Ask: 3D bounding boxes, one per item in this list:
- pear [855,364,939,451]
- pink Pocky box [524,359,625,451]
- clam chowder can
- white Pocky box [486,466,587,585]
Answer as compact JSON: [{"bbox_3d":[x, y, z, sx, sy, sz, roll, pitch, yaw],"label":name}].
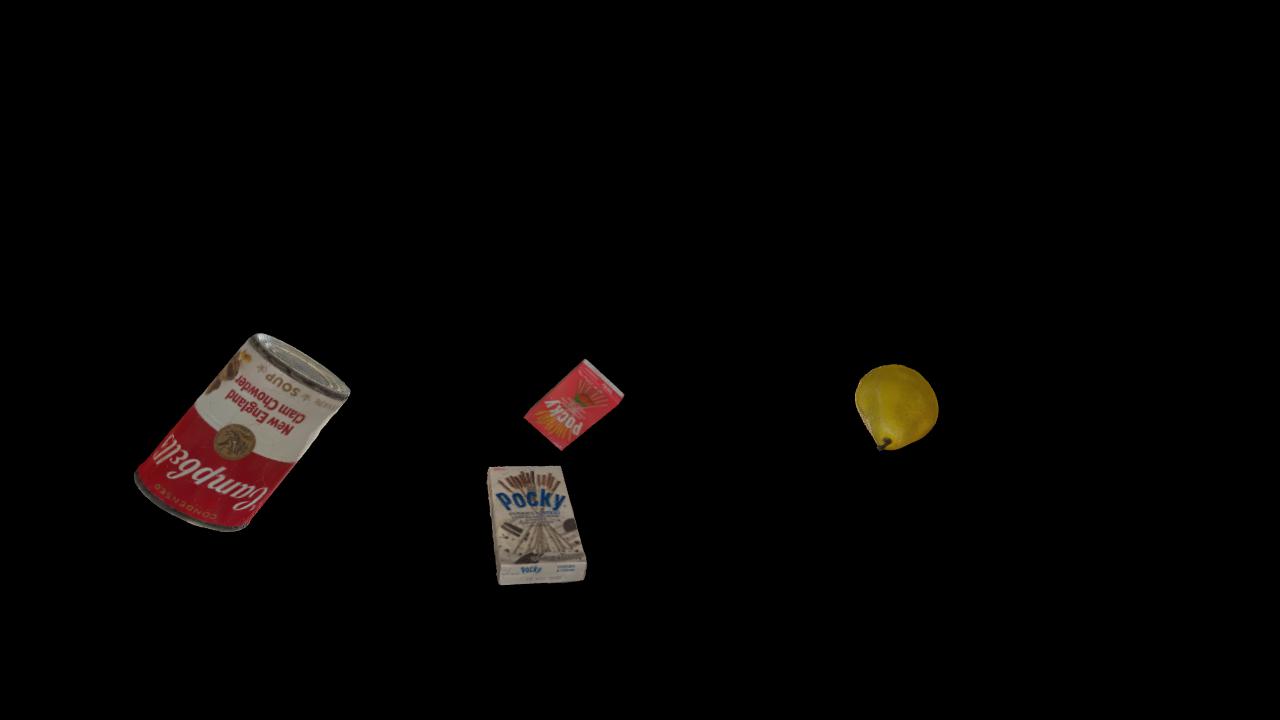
[{"bbox_3d":[0.244,0.057,0.585,0.080,0.080,0.111,0,37,22],"label":"pear"},{"bbox_3d":[-0.104,0.072,0.947,0.155,0.084,0.029,-40,11,33],"label":"pink Pocky box"},{"bbox_3d":[-0.238,0.043,0.376,0.068,0.102,0.068,35,-8,6],"label":"clam chowder can"},{"bbox_3d":[-0.109,0.163,0.630,0.084,0.028,0.154,3,25,-19],"label":"white Pocky box"}]
